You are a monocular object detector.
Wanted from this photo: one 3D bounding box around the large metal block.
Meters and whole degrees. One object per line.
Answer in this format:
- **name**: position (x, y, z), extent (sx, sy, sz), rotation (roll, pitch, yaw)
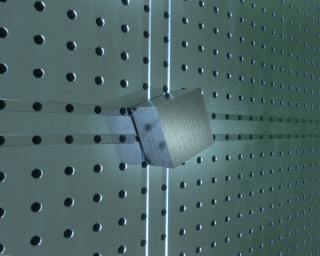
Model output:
- **large metal block**: position (0.019, -0.002, 0.407), extent (0.081, 0.050, 0.080), rotation (-27, 107, -37)
